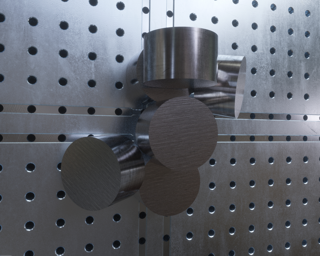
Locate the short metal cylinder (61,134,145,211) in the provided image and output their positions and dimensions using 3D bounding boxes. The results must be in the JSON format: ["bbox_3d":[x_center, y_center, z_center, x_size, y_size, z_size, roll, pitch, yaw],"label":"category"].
[{"bbox_3d":[-0.064,0.048,0.354,0.050,0.080,0.079,-4,92,-64],"label":"short metal cylinder"}]

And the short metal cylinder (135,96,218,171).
[{"bbox_3d":[0.018,0.006,0.352,0.081,0.050,0.079,0,90,-20],"label":"short metal cylinder"}]

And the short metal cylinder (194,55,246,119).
[{"bbox_3d":[0.080,-0.055,0.405,0.050,0.080,0.080,9,86,21],"label":"short metal cylinder"}]

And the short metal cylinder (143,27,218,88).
[{"bbox_3d":[0.022,-0.073,0.337,0.081,0.080,0.050,0,90,-20],"label":"short metal cylinder"}]

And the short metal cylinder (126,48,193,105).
[{"bbox_3d":[0.002,-0.069,0.399,0.081,0.050,0.079,0,91,-20],"label":"short metal cylinder"}]

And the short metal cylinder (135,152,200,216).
[{"bbox_3d":[0.004,0.067,0.400,0.081,0.050,0.079,0,91,-20],"label":"short metal cylinder"}]
